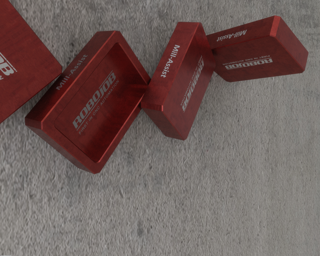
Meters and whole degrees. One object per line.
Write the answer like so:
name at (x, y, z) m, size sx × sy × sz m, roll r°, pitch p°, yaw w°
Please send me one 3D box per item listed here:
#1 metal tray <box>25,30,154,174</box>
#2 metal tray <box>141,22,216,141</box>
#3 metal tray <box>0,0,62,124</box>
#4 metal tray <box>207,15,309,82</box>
metal tray at (-0.066, -0.028, 0.332) m, size 0.130 × 0.030 × 0.090 m, roll -59°, pitch 137°, yaw -23°
metal tray at (0.029, -0.060, 0.404) m, size 0.130 × 0.030 × 0.090 m, roll -67°, pitch 149°, yaw -18°
metal tray at (-0.162, -0.074, 0.266) m, size 0.090 × 0.030 × 0.130 m, roll -50°, pitch 120°, yaw -28°
metal tray at (0.127, -0.106, 0.442) m, size 0.090 × 0.130 × 0.030 m, roll 29°, pitch 72°, yaw -36°
